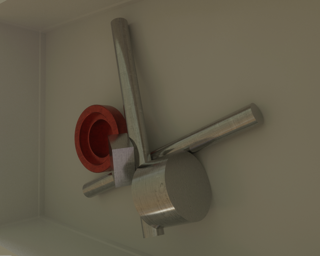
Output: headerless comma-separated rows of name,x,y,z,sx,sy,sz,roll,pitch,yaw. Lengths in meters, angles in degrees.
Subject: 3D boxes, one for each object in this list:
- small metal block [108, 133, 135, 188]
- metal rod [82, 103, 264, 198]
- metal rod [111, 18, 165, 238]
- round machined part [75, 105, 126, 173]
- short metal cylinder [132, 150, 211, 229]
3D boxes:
small metal block,-0.048,0.039,0.389,0.050,0.025,0.050,-130,36,-66
metal rod,-0.006,0.042,0.408,0.299,0.025,0.025,-28,73,36
metal rod,-0.033,-0.013,0.407,0.025,0.025,0.299,-24,68,37
round machined part,-0.079,0.015,0.457,0.098,0.042,0.097,0,90,39
short metal cylinder,0.014,0.071,0.356,0.050,0.081,0.080,-25,75,37
